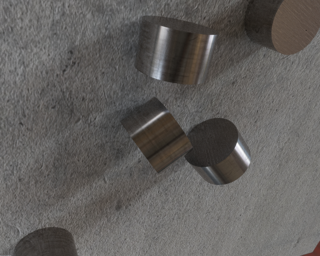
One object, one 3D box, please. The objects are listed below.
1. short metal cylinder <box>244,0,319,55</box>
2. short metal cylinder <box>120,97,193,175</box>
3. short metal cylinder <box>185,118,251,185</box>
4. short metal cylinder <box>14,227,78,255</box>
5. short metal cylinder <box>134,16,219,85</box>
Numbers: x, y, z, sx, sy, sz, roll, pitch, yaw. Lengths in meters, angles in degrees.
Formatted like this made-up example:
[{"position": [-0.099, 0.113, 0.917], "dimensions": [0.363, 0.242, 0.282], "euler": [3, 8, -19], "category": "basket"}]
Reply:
[{"position": [0.155, -0.138, 0.389], "dimensions": [0.081, 0.050, 0.079], "euler": [-14, 124, -21], "category": "short metal cylinder"}, {"position": [-0.004, 0.009, 0.374], "dimensions": [0.050, 0.080, 0.080], "euler": [-36, 129, -4], "category": "short metal cylinder"}, {"position": [0.080, 0.033, 0.435], "dimensions": [0.080, 0.080, 0.050], "euler": [-41, 129, 0], "category": "short metal cylinder"}, {"position": [-0.153, 0.183, 0.420], "dimensions": [0.081, 0.050, 0.079], "euler": [-14, 124, -21], "category": "short metal cylinder"}, {"position": [0.017, -0.084, 0.328], "dimensions": [0.081, 0.080, 0.050], "euler": [-3, 120, -27], "category": "short metal cylinder"}]
